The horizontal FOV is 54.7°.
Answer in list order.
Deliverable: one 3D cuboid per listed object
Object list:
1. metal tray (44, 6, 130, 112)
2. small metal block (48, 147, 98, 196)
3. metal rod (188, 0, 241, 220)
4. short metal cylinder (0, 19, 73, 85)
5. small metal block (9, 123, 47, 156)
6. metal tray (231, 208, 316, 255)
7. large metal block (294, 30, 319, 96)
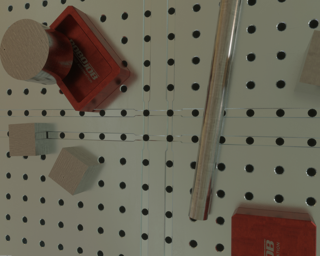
[{"bbox_3d":[-0.117,-0.099,0.451,0.090,0.030,0.130,-41,77,15],"label":"metal tray"},{"bbox_3d":[-0.129,0.063,0.458,0.050,0.025,0.050,32,100,17],"label":"small metal block"},{"bbox_3d":[0.070,-0.034,0.387,0.025,0.025,0.298,9,93,20],"label":"metal rod"},{"bbox_3d":[-0.169,-0.102,0.426,0.080,0.050,0.080,0,90,20],"label":"short metal cylinder"},{"bbox_3d":[-0.207,0.018,0.486,0.050,0.025,0.050,-3,89,20],"label":"small metal block"},{"bbox_3d":[0.131,0.165,0.363,0.090,0.030,0.129,1,90,20],"label":"metal tray"},{"bbox_3d":[0.189,-0.058,0.317,0.080,0.080,0.050,16,96,19],"label":"large metal block"}]
